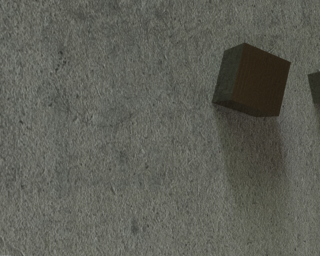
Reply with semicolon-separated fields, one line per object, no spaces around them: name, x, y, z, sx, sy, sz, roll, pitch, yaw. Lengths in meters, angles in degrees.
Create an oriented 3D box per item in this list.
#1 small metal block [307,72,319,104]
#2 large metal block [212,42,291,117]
small metal block;0.277;-0.071;0.511;0.050;0.025;0.050;-17;96;-19
large metal block;0.130;-0.065;0.444;0.081;0.050;0.080;16;85;-20
